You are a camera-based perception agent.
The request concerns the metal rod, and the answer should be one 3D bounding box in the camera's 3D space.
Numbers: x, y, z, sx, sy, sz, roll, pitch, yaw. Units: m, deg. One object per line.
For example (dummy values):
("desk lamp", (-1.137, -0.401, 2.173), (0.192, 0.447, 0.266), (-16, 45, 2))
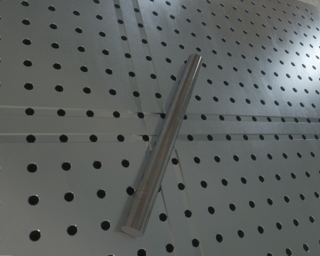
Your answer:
("metal rod", (0.015, -0.001, 0.418), (0.025, 0.025, 0.300), (29, 52, -10))
